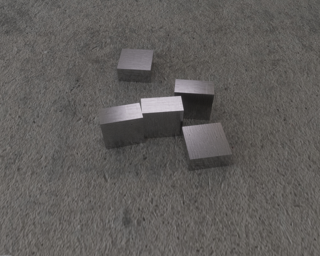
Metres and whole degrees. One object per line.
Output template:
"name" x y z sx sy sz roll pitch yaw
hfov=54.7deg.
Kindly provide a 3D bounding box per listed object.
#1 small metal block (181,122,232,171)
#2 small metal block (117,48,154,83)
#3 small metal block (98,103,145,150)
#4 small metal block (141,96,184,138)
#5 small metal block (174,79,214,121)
"small metal block" 0.056 0.023 0.384 0.050 0.025 0.050 -6 50 -6
"small metal block" -0.037 -0.098 0.485 0.050 0.025 0.050 4 50 3
"small metal block" -0.047 -0.002 0.388 0.050 0.050 0.025 -10 51 -8
"small metal block" 0.002 -0.013 0.398 0.050 0.050 0.025 -4 50 -4
"small metal block" 0.045 -0.037 0.419 0.050 0.050 0.025 4 50 3
